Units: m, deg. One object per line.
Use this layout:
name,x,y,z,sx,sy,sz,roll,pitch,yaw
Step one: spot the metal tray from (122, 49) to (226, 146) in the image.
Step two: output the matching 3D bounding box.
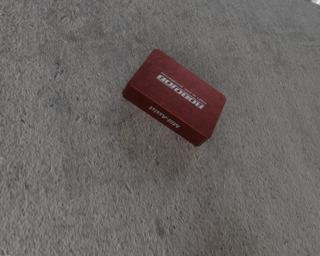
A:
metal tray,0.024,-0.045,0.440,0.130,0.030,0.090,34,51,-6
